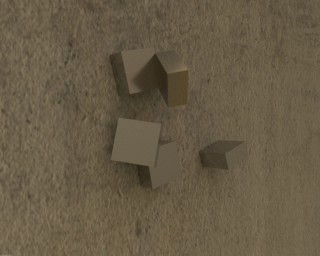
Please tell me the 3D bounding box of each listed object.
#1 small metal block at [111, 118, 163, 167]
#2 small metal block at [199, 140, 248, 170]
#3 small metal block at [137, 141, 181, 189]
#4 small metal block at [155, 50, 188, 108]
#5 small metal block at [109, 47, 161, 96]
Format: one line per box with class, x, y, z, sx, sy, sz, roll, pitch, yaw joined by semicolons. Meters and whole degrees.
small metal block;-0.026;0.018;0.366;0.025;0.050;0.050;61;38;-80
small metal block;0.097;0.040;0.472;0.050;0.050;0.025;-24;106;-38
small metal block;-0.002;0.046;0.405;0.050;0.025;0.050;-15;100;-39
small metal block;0.014;-0.062;0.387;0.025;0.050;0.050;-13;134;-11
small metal block;-0.029;-0.070;0.382;0.050;0.025;0.050;-19;102;-39
